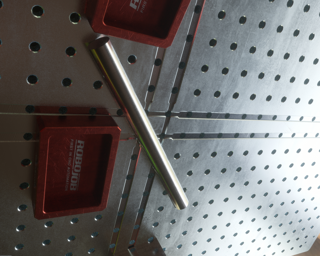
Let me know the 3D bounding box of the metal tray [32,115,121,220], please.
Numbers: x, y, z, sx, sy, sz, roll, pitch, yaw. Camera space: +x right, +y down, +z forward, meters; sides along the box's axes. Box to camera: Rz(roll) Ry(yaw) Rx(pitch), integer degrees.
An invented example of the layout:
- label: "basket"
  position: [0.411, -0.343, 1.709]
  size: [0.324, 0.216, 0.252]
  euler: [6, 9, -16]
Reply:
- label: "metal tray"
  position: [-0.105, 0.049, 0.381]
  size: [0.091, 0.030, 0.129]
  euler: [-1, 119, -29]

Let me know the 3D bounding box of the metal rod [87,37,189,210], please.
- label: "metal rod"
  position: [-0.015, 0.017, 0.415]
  size: [0.025, 0.025, 0.299]
  euler: [-32, 129, -8]

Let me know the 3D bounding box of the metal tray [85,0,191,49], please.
- label: "metal tray"
  position: [-0.009, -0.148, 0.294]
  size: [0.091, 0.030, 0.129]
  euler: [5, 128, -30]

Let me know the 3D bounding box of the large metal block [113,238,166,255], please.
- label: "large metal block"
  position: [-0.032, 0.249, 0.534]
  size: [0.081, 0.050, 0.079]
  euler: [-14, 124, -21]
